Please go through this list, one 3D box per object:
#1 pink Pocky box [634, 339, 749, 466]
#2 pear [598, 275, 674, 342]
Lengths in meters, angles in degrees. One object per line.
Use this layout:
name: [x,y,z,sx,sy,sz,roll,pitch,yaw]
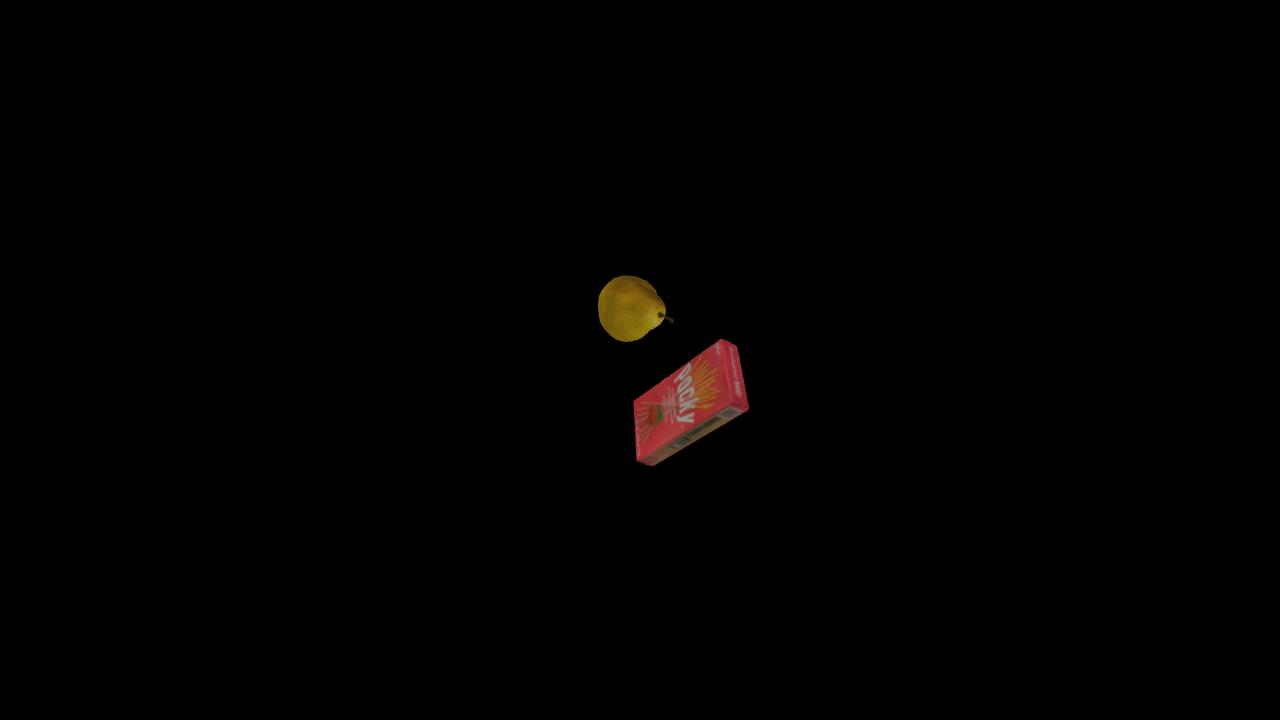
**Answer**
pink Pocky box: [0.051,0.050,0.686,0.029,0.084,0.155,24,-44,-33]
pear: [-0.002,-0.061,0.721,0.080,0.080,0.111,0,0,-34]
